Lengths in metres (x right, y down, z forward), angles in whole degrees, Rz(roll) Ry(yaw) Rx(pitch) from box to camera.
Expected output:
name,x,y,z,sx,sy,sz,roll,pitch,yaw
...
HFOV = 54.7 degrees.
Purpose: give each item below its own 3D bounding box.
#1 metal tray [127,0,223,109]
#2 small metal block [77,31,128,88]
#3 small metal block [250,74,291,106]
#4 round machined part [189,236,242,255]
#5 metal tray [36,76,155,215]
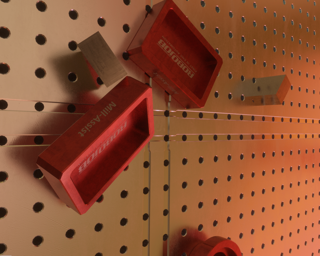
name,x,y,z,sx,sy,sz,roll,pitch,yaw
metal tray,0.027,-0.097,0.427,0.130,0.030,0.090,38,67,-33
small metal block,-0.061,-0.071,0.332,0.025,0.050,0.050,-35,101,-4
small metal block,0.201,-0.068,0.561,0.025,0.050,0.050,49,61,-29
round machined part,0.077,0.211,0.463,0.099,0.042,0.097,0,90,-40
metal tray,-0.057,0.018,0.326,0.130,0.030,0.090,-49,156,-29
